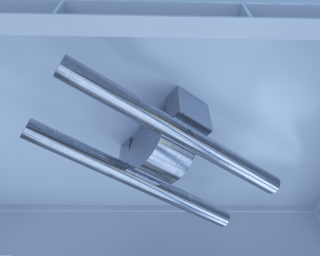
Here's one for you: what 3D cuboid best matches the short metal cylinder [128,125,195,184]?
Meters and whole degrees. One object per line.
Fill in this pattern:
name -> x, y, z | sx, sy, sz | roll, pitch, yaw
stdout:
short metal cylinder -> 0.002, 0.025, 0.392 | 0.050, 0.080, 0.080 | 30, 124, -23

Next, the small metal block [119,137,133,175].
small metal block -> -0.029, 0.048, 0.431 | 0.050, 0.050, 0.025 | 30, 124, -23

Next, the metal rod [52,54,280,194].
metal rod -> 0.027, 0.008, 0.349 | 0.301, 0.025, 0.025 | 29, 124, -23

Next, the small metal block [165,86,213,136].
small metal block -> 0.034, -0.017, 0.376 | 0.050, 0.050, 0.025 | 30, 124, -23

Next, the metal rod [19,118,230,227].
metal rod -> -0.027, 0.067, 0.400 | 0.301, 0.025, 0.025 | 29, 124, -23
